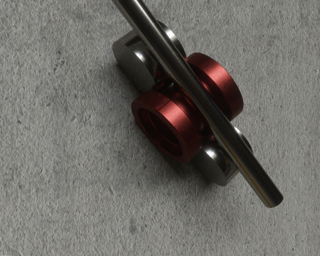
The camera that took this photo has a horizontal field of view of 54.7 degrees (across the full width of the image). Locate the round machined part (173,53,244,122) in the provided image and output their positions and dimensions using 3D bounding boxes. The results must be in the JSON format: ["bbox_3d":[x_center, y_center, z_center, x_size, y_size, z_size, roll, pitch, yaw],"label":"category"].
[{"bbox_3d":[0.055,-0.043,0.393,0.042,0.098,0.098,-40,103,-11],"label":"round machined part"}]

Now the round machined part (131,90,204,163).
[{"bbox_3d":[0.014,-0.007,0.376,0.042,0.098,0.098,-42,104,-19],"label":"round machined part"}]

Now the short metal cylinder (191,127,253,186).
[{"bbox_3d":[0.075,0.030,0.410,0.050,0.080,0.080,-41,103,-16],"label":"short metal cylinder"}]

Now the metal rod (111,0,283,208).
[{"bbox_3d":[0.049,-0.026,0.345,0.025,0.025,0.300,-42,104,-15],"label":"metal rod"}]

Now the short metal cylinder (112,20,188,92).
[{"bbox_3d":[-0.012,-0.084,0.377,0.050,0.080,0.080,-41,103,-16],"label":"short metal cylinder"}]
